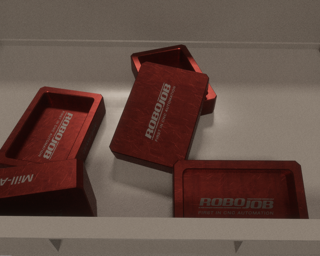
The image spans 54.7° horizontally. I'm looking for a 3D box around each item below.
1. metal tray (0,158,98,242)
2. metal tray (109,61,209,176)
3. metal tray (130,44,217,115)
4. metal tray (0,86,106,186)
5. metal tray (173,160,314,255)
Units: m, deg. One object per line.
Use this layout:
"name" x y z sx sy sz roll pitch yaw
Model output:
"metal tray" -0.133 0.074 0.298 0.131 0.089 0.030 -7 51 -7
"metal tray" 0.002 -0.015 0.389 0.090 0.030 0.130 14 69 11
"metal tray" 0.016 -0.068 0.459 0.091 0.030 0.130 -13 51 -12
"metal tray" -0.132 0.006 0.395 0.090 0.030 0.130 9 50 7
"metal tray" 0.079 0.080 0.316 0.131 0.030 0.090 0 70 0
